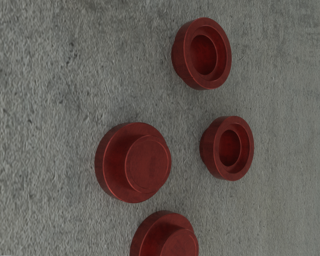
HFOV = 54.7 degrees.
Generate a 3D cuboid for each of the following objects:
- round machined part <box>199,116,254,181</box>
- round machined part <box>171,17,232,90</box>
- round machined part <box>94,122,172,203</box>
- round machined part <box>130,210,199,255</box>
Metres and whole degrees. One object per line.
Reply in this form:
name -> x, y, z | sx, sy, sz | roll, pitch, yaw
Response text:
round machined part -> 0.099, 0.030, 0.476 | 0.099, 0.042, 0.097 | 0, 90, -40
round machined part -> 0.054, -0.102, 0.439 | 0.099, 0.042, 0.097 | 0, 90, -40
round machined part -> -0.025, 0.042, 0.373 | 0.099, 0.042, 0.097 | 0, 90, -40
round machined part -> 0.013, 0.161, 0.405 | 0.099, 0.042, 0.097 | 0, 90, -40
